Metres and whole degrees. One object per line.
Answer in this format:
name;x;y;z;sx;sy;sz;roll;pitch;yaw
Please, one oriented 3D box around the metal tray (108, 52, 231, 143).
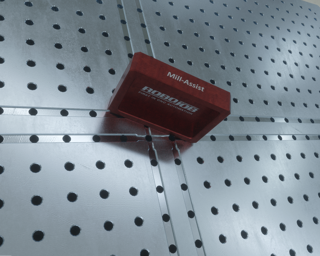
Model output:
metal tray;0.011;-0.032;0.391;0.131;0.090;0.030;21;54;-16
